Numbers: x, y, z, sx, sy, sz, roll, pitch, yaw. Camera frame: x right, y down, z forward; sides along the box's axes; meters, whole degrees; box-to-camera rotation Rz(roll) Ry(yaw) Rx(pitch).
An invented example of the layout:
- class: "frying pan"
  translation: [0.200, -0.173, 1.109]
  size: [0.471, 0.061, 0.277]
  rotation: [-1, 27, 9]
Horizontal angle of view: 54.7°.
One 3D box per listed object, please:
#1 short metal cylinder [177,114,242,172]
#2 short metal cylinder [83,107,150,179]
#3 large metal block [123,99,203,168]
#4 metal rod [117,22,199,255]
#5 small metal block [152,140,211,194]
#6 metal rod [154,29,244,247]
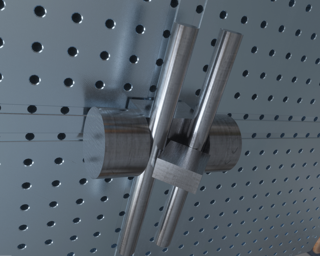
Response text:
- class: "short metal cylinder"
  translation: [0.063, 0.020, 0.418]
  size: [0.050, 0.080, 0.079]
  rotation: [1, 118, -28]
- class: "short metal cylinder"
  translation: [-0.052, 0.017, 0.353]
  size: [0.050, 0.080, 0.079]
  rotation: [1, 118, -29]
- class: "large metal block"
  translation: [-0.001, 0.012, 0.397]
  size: [0.081, 0.050, 0.079]
  rotation: [1, 118, -29]
- class: "metal rod"
  translation: [-0.010, 0.032, 0.357]
  size: [0.025, 0.025, 0.298]
  rotation: [1, 118, -29]
- class: "small metal block"
  translation: [0.025, 0.042, 0.349]
  size: [0.050, 0.050, 0.025]
  rotation: [20, 115, 11]
- class: "metal rod"
  translation: [0.039, 0.031, 0.383]
  size: [0.025, 0.025, 0.298]
  rotation: [1, 118, -29]
